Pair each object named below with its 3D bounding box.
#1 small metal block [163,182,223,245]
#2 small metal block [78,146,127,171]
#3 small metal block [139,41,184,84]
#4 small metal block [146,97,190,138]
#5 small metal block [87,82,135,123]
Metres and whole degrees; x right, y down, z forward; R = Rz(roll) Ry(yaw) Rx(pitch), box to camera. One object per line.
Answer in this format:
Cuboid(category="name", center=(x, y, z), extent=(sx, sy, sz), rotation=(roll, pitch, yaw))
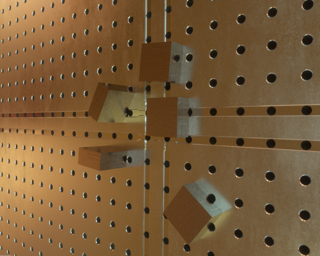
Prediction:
Cuboid(category="small metal block", center=(0.039, 0.103, 0.376), extent=(0.050, 0.025, 0.050), rotation=(46, 117, 29))
Cuboid(category="small metal block", center=(-0.085, 0.044, 0.461), extent=(0.050, 0.050, 0.025), rotation=(9, 96, 39))
Cuboid(category="small metal block", center=(0.001, -0.085, 0.407), extent=(0.050, 0.025, 0.050), rotation=(8, 95, 39))
Cuboid(category="small metal block", center=(0.010, -0.014, 0.400), extent=(0.050, 0.025, 0.050), rotation=(2, 91, 39))
Cuboid(category="small metal block", center=(-0.070, -0.036, 0.449), extent=(0.025, 0.050, 0.050), rotation=(37, 112, 33))
